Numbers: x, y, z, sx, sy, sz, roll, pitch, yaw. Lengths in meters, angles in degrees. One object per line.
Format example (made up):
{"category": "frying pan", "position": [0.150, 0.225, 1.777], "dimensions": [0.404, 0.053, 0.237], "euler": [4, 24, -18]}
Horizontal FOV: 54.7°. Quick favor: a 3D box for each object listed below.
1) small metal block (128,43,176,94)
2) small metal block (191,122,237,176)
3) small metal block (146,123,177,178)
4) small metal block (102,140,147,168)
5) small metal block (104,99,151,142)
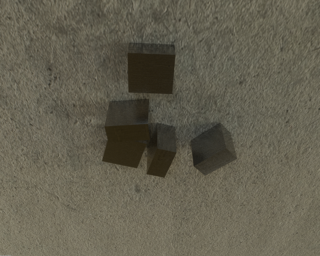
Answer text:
{"category": "small metal block", "position": [-0.010, -0.067, 0.350], "dimensions": [0.050, 0.025, 0.050], "euler": [2, 130, -2]}
{"category": "small metal block", "position": [0.071, 0.028, 0.415], "dimensions": [0.050, 0.050, 0.025], "euler": [-34, 123, 25]}
{"category": "small metal block", "position": [0.001, 0.030, 0.416], "dimensions": [0.025, 0.050, 0.050], "euler": [13, 129, -11]}
{"category": "small metal block", "position": [-0.049, 0.025, 0.428], "dimensions": [0.050, 0.025, 0.050], "euler": [13, 129, -11]}
{"category": "small metal block", "position": [-0.038, -0.010, 0.382], "dimensions": [0.050, 0.050, 0.025], "euler": [-3, 130, 3]}
